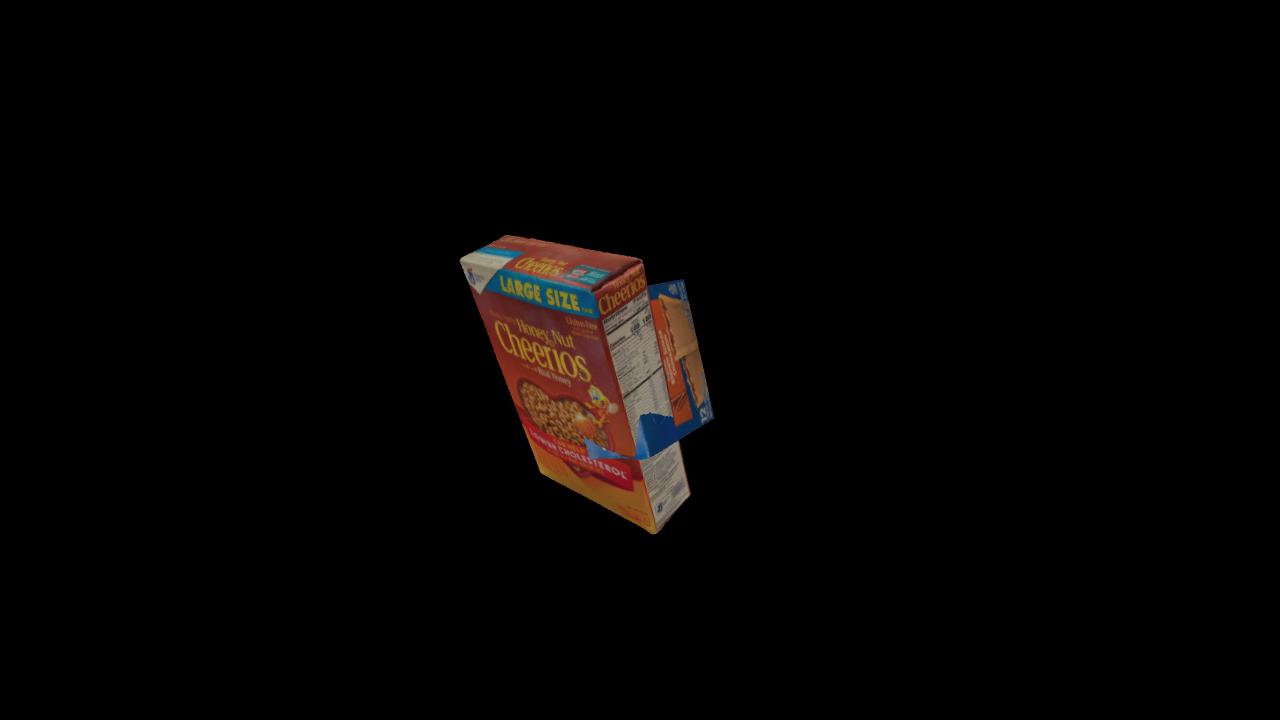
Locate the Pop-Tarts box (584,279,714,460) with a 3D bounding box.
[{"bbox_3d":[-0.001,0.006,0.666,0.083,0.167,0.141,-10,6,36],"label":"Pop-Tarts box"}]

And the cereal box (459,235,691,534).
[{"bbox_3d":[-0.064,0.026,0.665,0.203,0.306,0.081,18,44,39],"label":"cereal box"}]
